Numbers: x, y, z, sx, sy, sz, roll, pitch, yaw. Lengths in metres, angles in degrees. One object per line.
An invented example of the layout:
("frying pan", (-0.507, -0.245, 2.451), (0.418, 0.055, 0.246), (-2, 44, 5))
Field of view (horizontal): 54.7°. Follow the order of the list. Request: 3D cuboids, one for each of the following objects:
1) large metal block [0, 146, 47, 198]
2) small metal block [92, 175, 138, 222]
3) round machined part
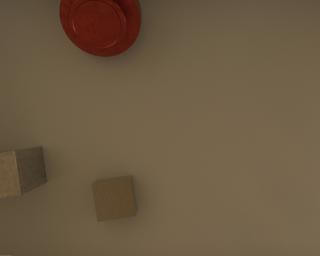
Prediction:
("large metal block", (-0.197, 0.055, 0.381), (0.081, 0.080, 0.050), (-8, 90, 0))
("small metal block", (-0.059, 0.093, 0.411), (0.050, 0.025, 0.050), (-9, 90, -1))
("round machined part", (-0.073, -0.132, 0.378), (0.099, 0.042, 0.097), (0, 127, 0))
